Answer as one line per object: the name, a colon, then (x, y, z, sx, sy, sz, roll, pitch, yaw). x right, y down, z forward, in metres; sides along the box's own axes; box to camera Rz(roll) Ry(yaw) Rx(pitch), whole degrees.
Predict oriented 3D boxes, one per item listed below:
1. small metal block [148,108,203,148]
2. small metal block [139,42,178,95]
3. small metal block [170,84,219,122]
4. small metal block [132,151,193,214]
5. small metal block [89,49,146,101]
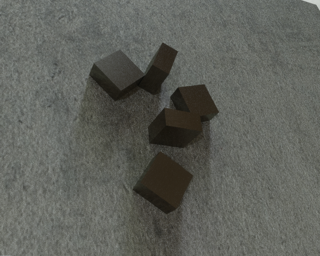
small metal block: (0.018, 0.001, 0.399, 0.050, 0.050, 0.025, 9, 58, -24)
small metal block: (-0.003, -0.084, 0.439, 0.025, 0.050, 0.050, 28, 52, -11)
small metal block: (0.051, -0.034, 0.454, 0.050, 0.025, 0.050, -11, 68, -33)
small metal block: (0.004, 0.065, 0.368, 0.050, 0.025, 0.050, 37, 51, -4)
small metal block: (-0.057, -0.072, 0.418, 0.050, 0.025, 0.050, 46, 51, 3)
